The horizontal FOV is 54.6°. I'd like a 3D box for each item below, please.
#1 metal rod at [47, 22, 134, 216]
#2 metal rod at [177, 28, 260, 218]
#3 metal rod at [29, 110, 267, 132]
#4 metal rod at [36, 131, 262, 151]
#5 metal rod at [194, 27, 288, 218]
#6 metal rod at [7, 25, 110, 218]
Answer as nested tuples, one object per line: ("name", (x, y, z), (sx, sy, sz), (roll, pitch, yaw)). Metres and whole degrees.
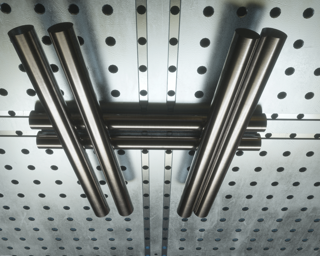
("metal rod", (-0.075, 0.016, 0.392), (0.025, 0.025, 0.299), (-6, 130, 5))
("metal rod", (0.062, 0.020, 0.397), (0.025, 0.025, 0.298), (7, 130, -6))
("metal rod", (-0.014, -0.009, 0.405), (0.302, 0.025, 0.025), (1, 130, -1))
("metal rod", (-0.014, 0.018, 0.427), (0.302, 0.025, 0.025), (1, 130, -1))
("metal rod", (0.088, 0.020, 0.397), (0.025, 0.025, 0.298), (7, 130, -6))
("metal rod", (-0.112, 0.018, 0.394), (0.025, 0.025, 0.299), (-6, 130, 5))
